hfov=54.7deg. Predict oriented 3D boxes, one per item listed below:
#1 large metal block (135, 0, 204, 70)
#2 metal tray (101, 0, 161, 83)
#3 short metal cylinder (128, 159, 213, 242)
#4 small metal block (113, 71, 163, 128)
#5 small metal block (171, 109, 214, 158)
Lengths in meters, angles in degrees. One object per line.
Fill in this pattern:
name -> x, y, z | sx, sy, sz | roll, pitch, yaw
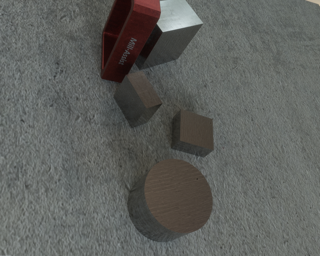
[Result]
large metal block -> 0.002, -0.137, 0.453 | 0.081, 0.080, 0.050 | -25, 76, -37
metal tray -> -0.042, -0.130, 0.393 | 0.030, 0.129, 0.090 | 9, 58, -24
short metal cylinder -> 0.011, 0.081, 0.344 | 0.081, 0.050, 0.080 | 14, 56, -21
small metal block -> -0.029, -0.036, 0.394 | 0.025, 0.050, 0.050 | -22, 74, -36
small metal block -> 0.044, 0.008, 0.423 | 0.050, 0.025, 0.050 | 17, 55, -19
